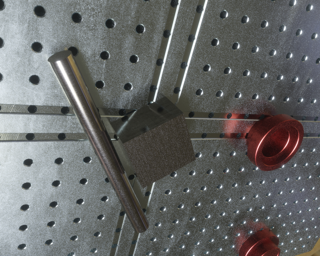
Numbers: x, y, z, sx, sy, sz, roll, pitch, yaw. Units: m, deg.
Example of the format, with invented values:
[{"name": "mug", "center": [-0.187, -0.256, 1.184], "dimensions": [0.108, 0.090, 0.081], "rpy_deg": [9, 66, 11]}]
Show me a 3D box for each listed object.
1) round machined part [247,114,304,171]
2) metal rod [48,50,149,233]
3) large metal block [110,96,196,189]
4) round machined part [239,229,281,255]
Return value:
[{"name": "round machined part", "center": [0.184, 0.020, 0.513], "dimensions": [0.099, 0.042, 0.097], "rpy_deg": [-14, 124, -21]}, {"name": "metal rod", "center": [-0.065, 0.042, 0.401], "dimensions": [0.025, 0.025, 0.299], "rpy_deg": [-27, 128, -12]}, {"name": "large metal block", "center": [-0.007, 0.018, 0.402], "dimensions": [0.080, 0.050, 0.080], "rpy_deg": [-27, 128, -12]}, {"name": "round machined part", "center": [0.231, 0.280, 0.700], "dimensions": [0.099, 0.042, 0.097], "rpy_deg": [-14, 124, -21]}]
